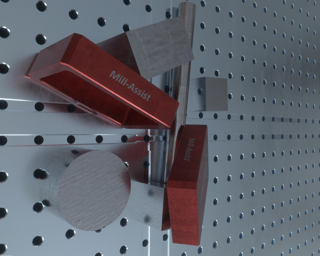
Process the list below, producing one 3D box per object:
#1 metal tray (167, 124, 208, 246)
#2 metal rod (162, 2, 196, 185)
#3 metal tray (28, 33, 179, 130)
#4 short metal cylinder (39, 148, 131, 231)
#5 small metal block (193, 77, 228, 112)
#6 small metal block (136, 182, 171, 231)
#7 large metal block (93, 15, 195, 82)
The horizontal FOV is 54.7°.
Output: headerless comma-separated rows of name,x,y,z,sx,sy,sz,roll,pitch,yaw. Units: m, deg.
metal tray,0.039,0.063,0.381,0.130,0.030,0.089,-66,154,-58
metal rod,0.025,-0.025,0.429,0.025,0.025,0.298,9,84,-40
metal tray,-0.055,-0.039,0.319,0.131,0.090,0.030,31,71,-36
short metal cylinder,-0.078,0.062,0.327,0.081,0.050,0.080,0,90,-40
small metal block,0.078,-0.051,0.474,0.050,0.025,0.050,-3,92,-40
small metal block,-0.003,0.096,0.390,0.025,0.050,0.050,7,86,-40
large metal block,-0.022,-0.085,0.354,0.081,0.080,0.050,-30,109,-36
